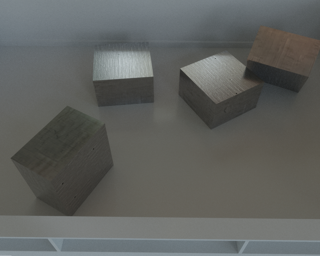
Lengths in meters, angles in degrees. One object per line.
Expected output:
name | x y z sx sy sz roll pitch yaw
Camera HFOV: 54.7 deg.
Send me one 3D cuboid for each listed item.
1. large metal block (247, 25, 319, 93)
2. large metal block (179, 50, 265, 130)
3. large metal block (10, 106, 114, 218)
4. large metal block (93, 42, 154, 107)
large metal block | 0.172 -0.095 0.441 0.080 0.080 0.050 21 88 17
large metal block | 0.083 -0.056 0.436 0.081 0.050 0.080 -25 54 -20
large metal block | -0.099 0.037 0.337 0.050 0.080 0.080 24 54 19
large metal block | -0.053 -0.080 0.456 0.081 0.050 0.080 -5 50 -4
